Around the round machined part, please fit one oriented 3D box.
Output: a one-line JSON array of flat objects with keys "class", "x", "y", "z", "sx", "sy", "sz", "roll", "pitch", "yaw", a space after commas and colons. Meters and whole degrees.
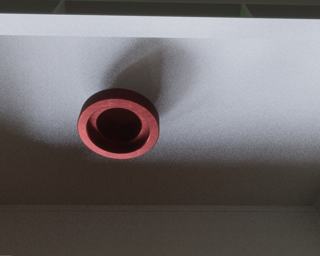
[{"class": "round machined part", "x": -0.050, "y": -0.010, "z": 0.389, "sx": 0.099, "sy": 0.042, "sz": 0.097, "roll": -1, "pitch": 130, "yaw": 0}]
